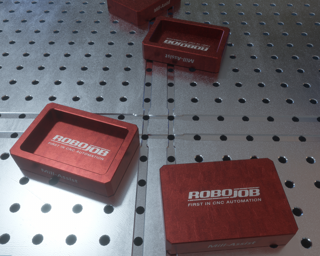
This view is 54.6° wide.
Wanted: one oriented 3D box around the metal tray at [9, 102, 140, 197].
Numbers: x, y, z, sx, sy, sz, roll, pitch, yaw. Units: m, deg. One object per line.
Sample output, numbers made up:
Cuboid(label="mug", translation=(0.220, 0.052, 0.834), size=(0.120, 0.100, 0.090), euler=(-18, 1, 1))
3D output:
Cuboid(label="metal tray", translation=(-0.102, 0.022, 0.385), size=(0.130, 0.030, 0.090), euler=(15, 52, 12))

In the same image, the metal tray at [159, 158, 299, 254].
Cuboid(label="metal tray", translation=(0.068, 0.081, 0.337), size=(0.131, 0.030, 0.090), euler=(-3, 50, -3))

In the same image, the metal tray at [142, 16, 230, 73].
Cuboid(label="metal tray", translation=(0.045, -0.144, 0.525), size=(0.130, 0.030, 0.090), euler=(14, 51, 11))

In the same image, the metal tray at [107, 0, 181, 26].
Cuboid(label="metal tray", translation=(-0.030, -0.260, 0.623), size=(0.090, 0.030, 0.131), euler=(33, 57, 25))
